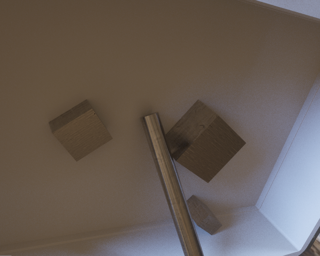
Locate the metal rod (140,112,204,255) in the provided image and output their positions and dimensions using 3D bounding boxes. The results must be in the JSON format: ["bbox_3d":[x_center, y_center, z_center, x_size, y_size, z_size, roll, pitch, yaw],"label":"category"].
[{"bbox_3d":[0.031,0.124,0.413,0.025,0.025,0.298,-20,97,-17],"label":"metal rod"}]

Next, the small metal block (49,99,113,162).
[{"bbox_3d":[-0.092,0.003,0.362,0.050,0.025,0.050,-33,129,-7],"label":"small metal block"}]

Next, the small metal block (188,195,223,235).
[{"bbox_3d":[0.072,0.148,0.526,0.025,0.050,0.050,-45,130,2],"label":"small metal block"}]

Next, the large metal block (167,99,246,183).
[{"bbox_3d":[0.062,0.020,0.441,0.080,0.050,0.080,-48,129,5],"label":"large metal block"}]
